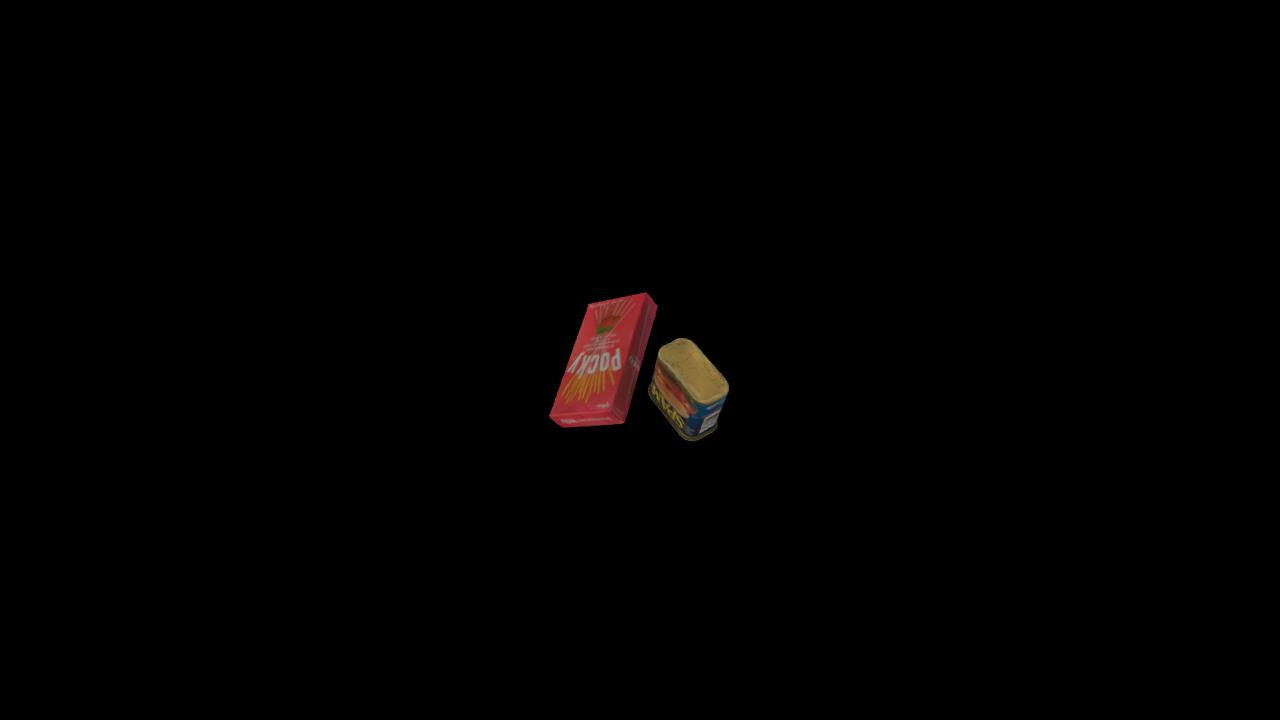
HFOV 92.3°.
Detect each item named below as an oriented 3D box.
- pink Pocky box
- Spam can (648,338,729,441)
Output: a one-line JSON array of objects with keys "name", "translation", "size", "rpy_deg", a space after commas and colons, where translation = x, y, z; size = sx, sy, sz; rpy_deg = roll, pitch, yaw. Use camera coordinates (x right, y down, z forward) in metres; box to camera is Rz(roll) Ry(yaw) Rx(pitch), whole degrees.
[{"name": "pink Pocky box", "translation": [-0.038, -0.001, 0.665], "size": [0.084, 0.155, 0.029], "rpy_deg": [-8, -38, 34]}, {"name": "Spam can", "translation": [0.060, 0.036, 0.763], "size": [0.058, 0.101, 0.085], "rpy_deg": [-26, -29, -25]}]
